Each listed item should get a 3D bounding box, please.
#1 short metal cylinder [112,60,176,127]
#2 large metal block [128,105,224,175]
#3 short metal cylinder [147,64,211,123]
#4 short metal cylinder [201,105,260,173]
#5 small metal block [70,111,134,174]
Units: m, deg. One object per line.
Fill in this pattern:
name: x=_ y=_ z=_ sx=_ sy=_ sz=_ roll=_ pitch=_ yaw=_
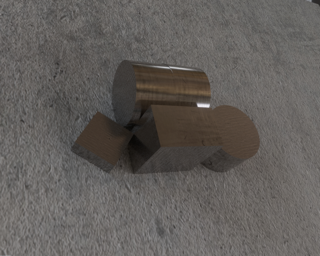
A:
short metal cylinder: x=-0.022 y=-0.041 z=0.384 sx=0.050 sy=0.080 sz=0.080 roll=1 pitch=62 yaw=-28
large metal block: x=0.014 y=0.016 z=0.369 sx=0.081 sy=0.080 sz=0.050 roll=1 pitch=62 yaw=-28
short metal cylinder: x=0.022 y=-0.042 z=0.408 sx=0.050 sy=0.080 sz=0.080 roll=1 pitch=62 yaw=-28
short metal cylinder: x=0.088 y=0.015 z=0.427 sx=0.081 sy=0.050 sz=0.080 roll=14 pitch=56 yaw=-21
small metal block: x=-0.066 y=0.017 z=0.360 sx=0.050 sy=0.025 sz=0.050 roll=33 pitch=51 yaw=-7
